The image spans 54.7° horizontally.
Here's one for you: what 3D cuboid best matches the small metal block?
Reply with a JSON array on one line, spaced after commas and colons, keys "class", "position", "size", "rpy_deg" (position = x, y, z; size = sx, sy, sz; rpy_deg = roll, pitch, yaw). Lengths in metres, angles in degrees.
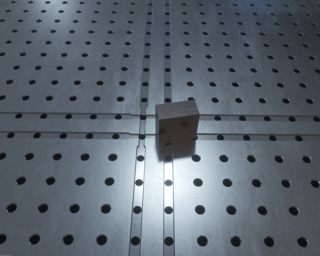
[{"class": "small metal block", "position": [0.021, -0.007, 0.398], "size": [0.050, 0.050, 0.025], "rpy_deg": [-8, 51, -7]}]
